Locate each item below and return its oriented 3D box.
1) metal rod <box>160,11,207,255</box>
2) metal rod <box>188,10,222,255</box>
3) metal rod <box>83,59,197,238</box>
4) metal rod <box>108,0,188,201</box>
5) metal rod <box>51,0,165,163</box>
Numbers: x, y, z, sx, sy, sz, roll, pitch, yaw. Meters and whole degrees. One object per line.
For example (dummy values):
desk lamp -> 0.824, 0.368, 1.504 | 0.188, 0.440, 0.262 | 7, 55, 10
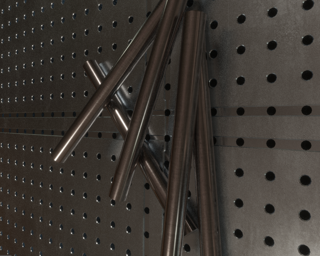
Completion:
metal rod -> 0.025, 0.023, 0.353 | 0.025, 0.025, 0.298 | 9, 96, 39
metal rod -> 0.050, 0.012, 0.366 | 0.025, 0.025, 0.298 | -6, 86, 39
metal rod -> -0.038, 0.014, 0.438 | 0.025, 0.025, 0.299 | -47, 62, 29
metal rod -> -0.013, -0.047, 0.388 | 0.025, 0.025, 0.298 | 26, 104, 36
metal rod -> -0.066, -0.064, 0.434 | 0.299, 0.025, 0.025 | -50, 60, 18
